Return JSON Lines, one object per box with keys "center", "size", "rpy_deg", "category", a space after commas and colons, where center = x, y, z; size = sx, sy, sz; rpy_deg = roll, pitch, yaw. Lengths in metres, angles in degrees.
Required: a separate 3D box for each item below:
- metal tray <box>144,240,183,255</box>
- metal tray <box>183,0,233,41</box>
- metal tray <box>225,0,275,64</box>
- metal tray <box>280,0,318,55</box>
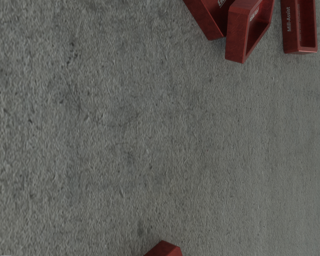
{"center": [-0.018, 0.217, 0.387], "size": [0.131, 0.030, 0.090], "rpy_deg": [-28, 108, -36], "category": "metal tray"}
{"center": [0.094, -0.211, 0.479], "size": [0.090, 0.030, 0.130], "rpy_deg": [49, 61, -29], "category": "metal tray"}
{"center": [0.145, -0.174, 0.489], "size": [0.130, 0.030, 0.090], "rpy_deg": [-51, 151, -32], "category": "metal tray"}
{"center": [0.289, -0.221, 0.642], "size": [0.091, 0.030, 0.129], "rpy_deg": [-9, 96, -40], "category": "metal tray"}
